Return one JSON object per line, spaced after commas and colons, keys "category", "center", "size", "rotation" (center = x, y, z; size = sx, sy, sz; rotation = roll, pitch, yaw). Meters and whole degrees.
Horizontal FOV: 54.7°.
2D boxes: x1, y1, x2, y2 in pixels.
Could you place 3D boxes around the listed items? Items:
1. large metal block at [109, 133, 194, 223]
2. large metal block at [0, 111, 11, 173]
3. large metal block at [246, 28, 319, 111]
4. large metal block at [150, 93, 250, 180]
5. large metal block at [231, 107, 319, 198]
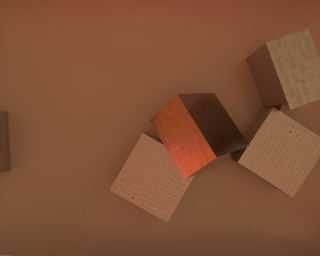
{"category": "large metal block", "center": [-0.006, 0.060, 0.399], "size": [0.080, 0.050, 0.080], "rotation": [30, 90, 0]}
{"category": "large metal block", "center": [-0.245, 0.020, 0.397], "size": [0.080, 0.050, 0.080], "rotation": [-3, 90, 0]}
{"category": "large metal block", "center": [0.155, -0.066, 0.385], "size": [0.050, 0.080, 0.080], "rotation": [-20, 90, 0]}
{"category": "large metal block", "center": [0.048, 0.006, 0.368], "size": [0.050, 0.081, 0.080], "rotation": [-42, 70, 35]}
{"category": "large metal block", "center": [0.150, 0.029, 0.400], "size": [0.080, 0.050, 0.080], "rotation": [33, 90, 0]}
